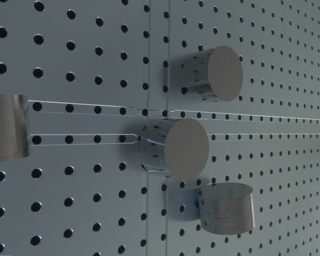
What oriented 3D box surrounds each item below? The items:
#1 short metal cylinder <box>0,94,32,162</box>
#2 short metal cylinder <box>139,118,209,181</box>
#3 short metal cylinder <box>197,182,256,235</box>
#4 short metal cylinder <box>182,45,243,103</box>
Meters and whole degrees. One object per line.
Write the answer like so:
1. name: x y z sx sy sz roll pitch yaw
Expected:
1. short metal cylinder: -0.149 0.000 0.249 0.081 0.080 0.050 -5 94 -40
2. short metal cylinder: 0.019 0.027 0.411 0.081 0.050 0.079 0 90 -40
3. short metal cylinder: 0.098 0.117 0.459 0.081 0.080 0.050 -11 98 -40
4. short metal cylinder: 0.079 -0.078 0.461 0.081 0.050 0.079 0 90 -40
